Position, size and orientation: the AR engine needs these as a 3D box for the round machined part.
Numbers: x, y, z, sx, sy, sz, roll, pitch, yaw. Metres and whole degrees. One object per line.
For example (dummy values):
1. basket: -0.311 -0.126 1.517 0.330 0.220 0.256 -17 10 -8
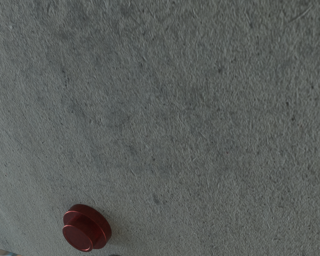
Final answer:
1. round machined part: -0.146 0.197 0.592 0.098 0.042 0.097 13 124 20
